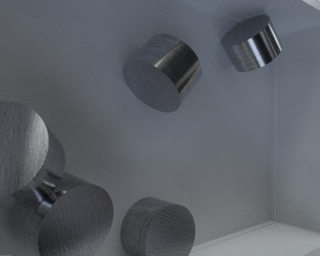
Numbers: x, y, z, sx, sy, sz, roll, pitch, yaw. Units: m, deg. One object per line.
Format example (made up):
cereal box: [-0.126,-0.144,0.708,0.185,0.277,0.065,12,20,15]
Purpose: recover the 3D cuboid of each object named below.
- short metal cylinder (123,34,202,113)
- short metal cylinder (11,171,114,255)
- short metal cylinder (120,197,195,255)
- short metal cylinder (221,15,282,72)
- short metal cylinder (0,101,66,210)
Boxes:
short metal cylinder: [0.003,-0.065,0.373,0.080,0.080,0.050,52,60,-27]
short metal cylinder: [-0.093,0.087,0.302,0.081,0.050,0.079,-15,110,-46]
short metal cylinder: [-0.002,0.131,0.389,0.081,0.050,0.080,0,90,-40]
short metal cylinder: [0.145,-0.134,0.492,0.080,0.080,0.050,-53,121,-27]
short metal cylinder: [-0.126,0.024,0.258,0.081,0.050,0.080,1,68,-1]
